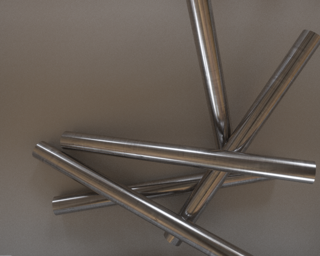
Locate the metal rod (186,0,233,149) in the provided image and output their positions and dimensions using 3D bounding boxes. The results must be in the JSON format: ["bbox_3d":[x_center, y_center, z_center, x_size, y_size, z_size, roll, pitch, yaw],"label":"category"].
[{"bbox_3d":[0.054,-0.085,0.345,0.025,0.025,0.298,-17,118,0],"label":"metal rod"}]

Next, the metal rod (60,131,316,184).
[{"bbox_3d":[0.019,0.032,0.371,0.301,0.025,0.025,6,90,16],"label":"metal rod"}]

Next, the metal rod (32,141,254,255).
[{"bbox_3d":[-0.028,0.093,0.380,0.301,0.025,0.025,26,90,12],"label":"metal rod"}]

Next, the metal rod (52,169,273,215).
[{"bbox_3d":[0.011,0.079,0.411,0.302,0.025,0.025,-9,90,-1],"label":"metal rod"}]

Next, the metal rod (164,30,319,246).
[{"bbox_3d":[0.095,0.018,0.376,0.025,0.025,0.299,33,98,-1],"label":"metal rod"}]
